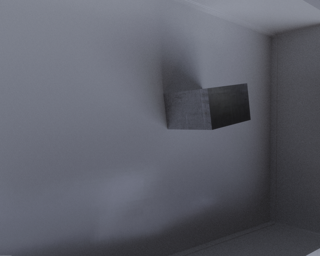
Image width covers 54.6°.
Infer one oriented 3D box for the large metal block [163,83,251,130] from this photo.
[{"bbox_3d":[0.064,-0.029,0.423,0.081,0.080,0.050,-12,98,-39],"label":"large metal block"}]
